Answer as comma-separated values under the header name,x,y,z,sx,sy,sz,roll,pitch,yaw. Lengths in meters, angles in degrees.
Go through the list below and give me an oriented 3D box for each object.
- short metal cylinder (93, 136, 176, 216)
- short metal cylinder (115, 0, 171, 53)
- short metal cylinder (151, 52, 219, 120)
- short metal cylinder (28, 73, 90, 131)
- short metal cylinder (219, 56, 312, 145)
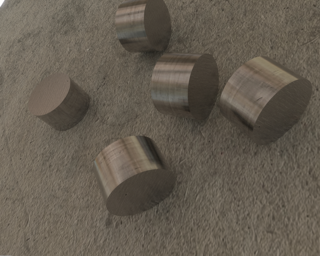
name,x,y,z,sx,sy,sz,roll,pitch,yaw
short metal cylinder,-0.029,0.055,0.351,0.080,0.080,0.050,-35,51,5
short metal cylinder,-0.024,-0.158,0.478,0.050,0.080,0.080,4,64,30
short metal cylinder,0.033,-0.053,0.384,0.050,0.080,0.080,12,68,33
short metal cylinder,-0.161,-0.042,0.499,0.080,0.050,0.080,-13,56,21
short metal cylinder,0.111,-0.029,0.328,0.080,0.080,0.050,-42,51,0
